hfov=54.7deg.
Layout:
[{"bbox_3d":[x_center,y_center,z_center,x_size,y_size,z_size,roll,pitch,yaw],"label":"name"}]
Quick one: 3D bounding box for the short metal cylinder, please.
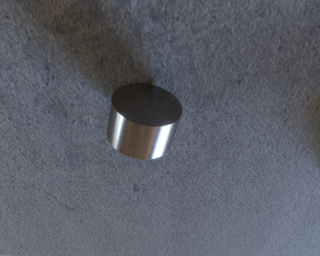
[{"bbox_3d":[-0.019,-0.009,0.363,0.081,0.080,0.050,9,129,-8],"label":"short metal cylinder"}]
